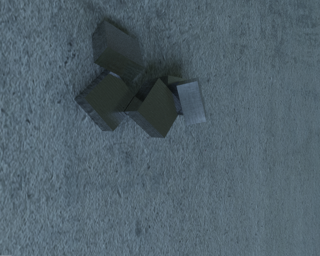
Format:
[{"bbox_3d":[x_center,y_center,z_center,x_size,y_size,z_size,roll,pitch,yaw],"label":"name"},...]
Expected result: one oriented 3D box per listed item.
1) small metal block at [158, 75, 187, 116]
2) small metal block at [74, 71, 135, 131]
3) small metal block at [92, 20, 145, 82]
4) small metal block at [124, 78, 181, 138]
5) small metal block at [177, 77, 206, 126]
[{"bbox_3d":[0.021,-0.042,0.426,0.050,0.025,0.050,2,89,-40],"label":"small metal block"},{"bbox_3d":[-0.060,-0.031,0.357,0.050,0.025,0.050,-52,121,-27],"label":"small metal block"},{"bbox_3d":[-0.048,-0.087,0.352,0.050,0.025,0.050,24,38,-38],"label":"small metal block"},{"bbox_3d":[-0.006,-0.023,0.369,0.050,0.025,0.050,45,63,-31],"label":"small metal block"},{"bbox_3d":[0.041,-0.035,0.394,0.050,0.025,0.050,-60,137,-73],"label":"small metal block"}]
